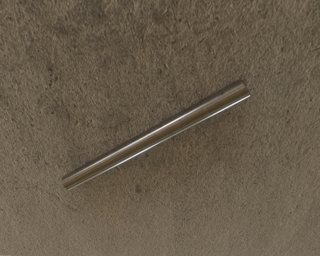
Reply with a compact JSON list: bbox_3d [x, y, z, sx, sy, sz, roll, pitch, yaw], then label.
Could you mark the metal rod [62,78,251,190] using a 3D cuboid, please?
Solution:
[{"bbox_3d":[-0.020,0.018,0.424,0.300,0.025,0.025,-28,125,22],"label":"metal rod"}]
